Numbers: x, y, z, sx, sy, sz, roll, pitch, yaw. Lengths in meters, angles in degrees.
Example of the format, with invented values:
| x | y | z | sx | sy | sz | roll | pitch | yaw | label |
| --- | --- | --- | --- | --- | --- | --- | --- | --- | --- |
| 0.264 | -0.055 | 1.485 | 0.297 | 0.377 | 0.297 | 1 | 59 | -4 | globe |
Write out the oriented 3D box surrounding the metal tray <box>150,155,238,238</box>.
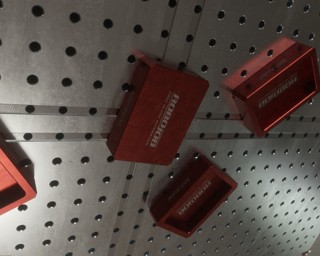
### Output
| x | y | z | sx | sy | sz | roll | pitch | yaw | label |
| --- | --- | --- | --- | --- | --- | --- | --- | --- | --- |
| 0.058 | 0.117 | 0.513 | 0.130 | 0.030 | 0.090 | -48 | 129 | 5 | metal tray |

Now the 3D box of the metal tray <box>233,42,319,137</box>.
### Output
| x | y | z | sx | sy | sz | roll | pitch | yaw | label |
| --- | --- | --- | --- | --- | --- | --- | --- | --- | --- |
| 0.183 | -0.057 | 0.475 | 0.130 | 0.030 | 0.090 | -37 | 130 | -4 | metal tray |

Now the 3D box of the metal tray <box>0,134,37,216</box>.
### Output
| x | y | z | sx | sy | sz | roll | pitch | yaw | label |
| --- | --- | --- | --- | --- | --- | --- | --- | --- | --- |
| -0.203 | 0.044 | 0.324 | 0.091 | 0.030 | 0.129 | -27 | 128 | -12 | metal tray |

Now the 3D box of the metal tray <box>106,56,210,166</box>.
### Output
| x | y | z | sx | sy | sz | roll | pitch | yaw | label |
| --- | --- | --- | --- | --- | --- | --- | --- | --- | --- |
| -0.003 | -0.016 | 0.398 | 0.091 | 0.030 | 0.129 | 11 | 113 | -34 | metal tray |
